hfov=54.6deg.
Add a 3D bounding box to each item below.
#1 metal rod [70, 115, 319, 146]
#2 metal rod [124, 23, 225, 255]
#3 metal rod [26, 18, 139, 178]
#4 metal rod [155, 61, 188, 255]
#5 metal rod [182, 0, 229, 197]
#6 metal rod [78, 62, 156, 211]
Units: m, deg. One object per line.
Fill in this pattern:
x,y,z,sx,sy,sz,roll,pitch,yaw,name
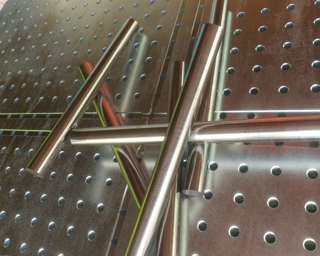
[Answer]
0.019,0.006,0.361,0.300,0.025,0.025,-3,60,26,metal rod
0.010,0.034,0.330,0.025,0.025,0.299,17,87,35,metal rod
-0.104,-0.061,0.468,0.025,0.025,0.300,6,56,31,metal rod
0.016,0.041,0.375,0.025,0.025,0.300,-9,58,23,metal rod
0.065,-0.059,0.410,0.025,0.025,0.300,-2,60,27,metal rod
-0.070,-0.004,0.448,0.025,0.025,0.300,-35,51,5,metal rod
